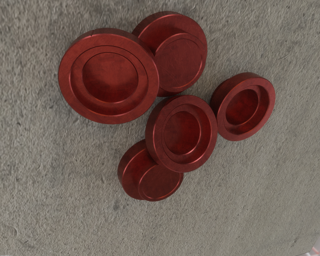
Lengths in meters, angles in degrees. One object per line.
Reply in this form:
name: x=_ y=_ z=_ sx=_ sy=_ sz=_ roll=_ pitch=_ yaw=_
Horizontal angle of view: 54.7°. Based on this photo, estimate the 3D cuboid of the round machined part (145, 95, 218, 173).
round machined part: x=0.024 y=0.006 z=0.402 sx=0.099 sy=0.042 sz=0.097 roll=-4 pitch=97 yaw=-31

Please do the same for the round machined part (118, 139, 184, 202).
round machined part: x=-0.006 y=0.064 z=0.434 sx=0.099 sy=0.042 sz=0.097 roll=-14 pitch=125 yaw=-21

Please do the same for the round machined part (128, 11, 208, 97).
round machined part: x=0.013 y=-0.080 z=0.356 sx=0.099 sy=0.042 sz=0.097 roll=-14 pitch=125 yaw=-21

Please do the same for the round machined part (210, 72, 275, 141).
round machined part: x=0.111 y=-0.033 z=0.439 sx=0.099 sy=0.042 sz=0.097 roll=-14 pitch=125 yaw=-21

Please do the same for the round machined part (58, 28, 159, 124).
round machined part: x=-0.051 y=-0.056 z=0.322 sx=0.099 sy=0.042 sz=0.097 roll=-2 pitch=123 yaw=-3
